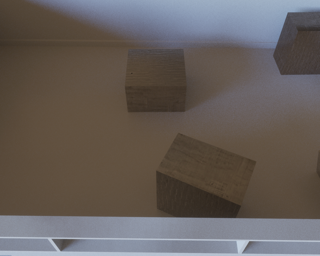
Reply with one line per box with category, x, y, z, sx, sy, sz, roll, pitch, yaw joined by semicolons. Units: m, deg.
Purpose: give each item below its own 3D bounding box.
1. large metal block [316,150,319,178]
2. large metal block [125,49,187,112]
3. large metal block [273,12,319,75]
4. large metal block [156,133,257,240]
large metal block;0.225;0.057;0.327;0.080;0.050;0.080;-18;50;10
large metal block;-0.006;-0.069;0.447;0.081;0.050;0.080;0;50;0
large metal block;0.233;-0.130;0.480;0.081;0.080;0.050;-1;50;-1
large metal block;0.044;0.061;0.318;0.080;0.080;0.050;20;53;16
